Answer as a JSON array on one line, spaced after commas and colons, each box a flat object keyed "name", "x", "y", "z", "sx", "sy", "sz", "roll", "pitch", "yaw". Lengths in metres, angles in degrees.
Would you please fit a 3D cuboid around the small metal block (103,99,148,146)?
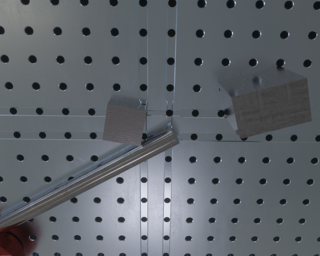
[{"name": "small metal block", "x": -0.046, "y": -0.007, "z": 0.410, "sx": 0.050, "sy": 0.025, "sz": 0.050, "roll": 10, "pitch": 110, "yaw": -4}]

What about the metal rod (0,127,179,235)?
[{"name": "metal rod", "x": -0.111, "y": 0.079, "z": 0.441, "sx": 0.301, "sy": 0.025, "sz": 0.025, "roll": -28, "pitch": 108, "yaw": 9}]

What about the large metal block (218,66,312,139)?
[{"name": "large metal block", "x": 0.122, "y": -0.034, "z": 0.373, "sx": 0.080, "sy": 0.080, "sz": 0.050, "roll": -14, "pitch": 110, "yaw": 5}]

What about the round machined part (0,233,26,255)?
[{"name": "round machined part", "x": -0.253, "y": 0.199, "z": 0.474, "sx": 0.099, "sy": 0.042, "sz": 0.097, "roll": 0, "pitch": 112, "yaw": 1}]
